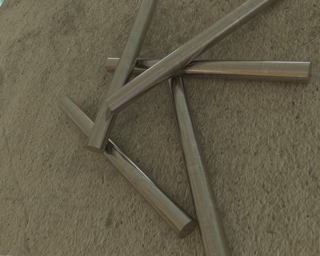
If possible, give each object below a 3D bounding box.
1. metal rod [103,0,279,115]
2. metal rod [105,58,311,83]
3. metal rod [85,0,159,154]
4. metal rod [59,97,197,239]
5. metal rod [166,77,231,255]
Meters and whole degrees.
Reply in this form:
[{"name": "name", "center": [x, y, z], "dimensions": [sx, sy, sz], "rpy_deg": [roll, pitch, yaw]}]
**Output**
[{"name": "metal rod", "center": [0.056, -0.114, 0.416], "dimensions": [0.301, 0.025, 0.025], "rpy_deg": [-36, 51, -8]}, {"name": "metal rod", "center": [0.044, -0.083, 0.431], "dimensions": [0.300, 0.025, 0.025], "rpy_deg": [9, 66, 32]}, {"name": "metal rod", "center": [-0.046, -0.104, 0.458], "dimensions": [0.025, 0.025, 0.300], "rpy_deg": [2, 62, 29]}, {"name": "metal rod", "center": [-0.063, 0.033, 0.416], "dimensions": [0.025, 0.025, 0.300], "rpy_deg": [-48, 51, -5]}, {"name": "metal rod", "center": [0.044, 0.058, 0.345], "dimensions": [0.025, 0.025, 0.299], "rpy_deg": [-22, 53, 15]}]
